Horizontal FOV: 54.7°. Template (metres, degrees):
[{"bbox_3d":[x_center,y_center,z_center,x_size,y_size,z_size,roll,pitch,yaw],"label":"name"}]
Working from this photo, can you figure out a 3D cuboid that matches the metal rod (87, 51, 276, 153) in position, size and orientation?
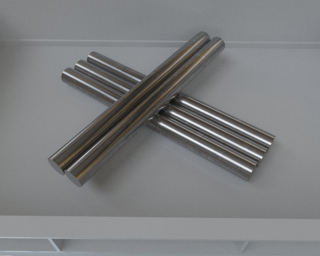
[{"bbox_3d":[0.015,-0.045,0.441,0.300,0.025,0.025,28,56,21],"label":"metal rod"}]

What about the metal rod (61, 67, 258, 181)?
[{"bbox_3d":[-0.016,-0.014,0.415,0.300,0.025,0.025,28,55,21],"label":"metal rod"}]

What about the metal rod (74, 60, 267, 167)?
[{"bbox_3d":[0.000,-0.029,0.427,0.300,0.025,0.025,28,55,21],"label":"metal rod"}]

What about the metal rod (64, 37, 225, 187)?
[{"bbox_3d":[-0.001,-0.038,0.403,0.025,0.025,0.301,30,56,23],"label":"metal rod"}]

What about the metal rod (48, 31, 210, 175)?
[{"bbox_3d":[-0.022,-0.050,0.412,0.025,0.025,0.301,30,56,23],"label":"metal rod"}]
